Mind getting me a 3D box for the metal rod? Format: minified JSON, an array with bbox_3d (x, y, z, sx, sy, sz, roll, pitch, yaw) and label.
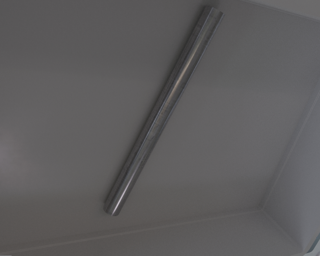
[{"bbox_3d":[-0.003,-0.010,0.400,0.025,0.025,0.298,16,110,-35],"label":"metal rod"}]
